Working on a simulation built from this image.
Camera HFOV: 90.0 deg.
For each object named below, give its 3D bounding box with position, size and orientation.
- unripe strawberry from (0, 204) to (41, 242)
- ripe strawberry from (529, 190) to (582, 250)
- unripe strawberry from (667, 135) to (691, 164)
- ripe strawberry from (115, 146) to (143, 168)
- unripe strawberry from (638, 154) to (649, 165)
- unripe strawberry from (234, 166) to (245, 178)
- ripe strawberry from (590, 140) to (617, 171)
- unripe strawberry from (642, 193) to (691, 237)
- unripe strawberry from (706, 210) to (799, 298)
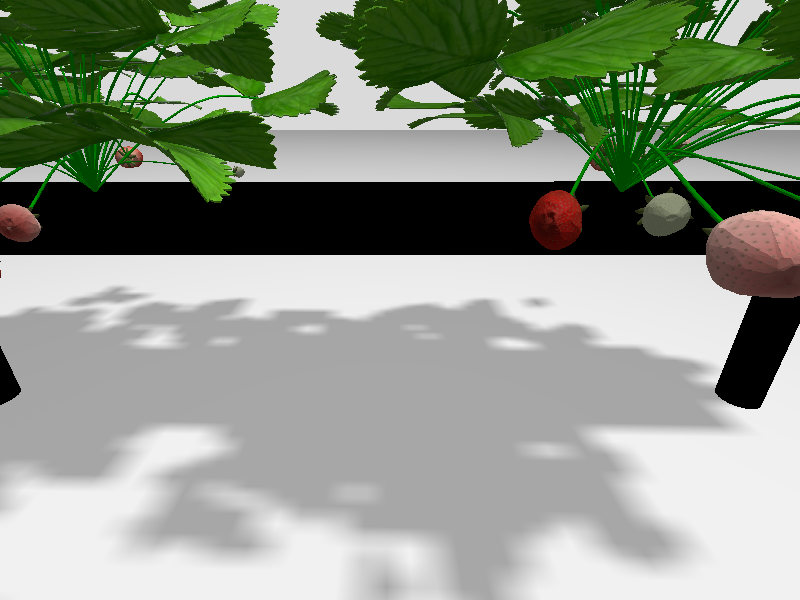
[{"bbox_3d":[-0.190,-0.038,0.198,0.016,0.019,0.018,-11,27,-22],"label":"unripe strawberry"},{"bbox_3d":[0.071,-0.036,0.185,0.024,0.027,0.026,16,30,32],"label":"ripe strawberry"},{"bbox_3d":[0.367,-0.200,0.532,0.033,0.038,0.036,19,30,35],"label":"unripe strawberry"},{"bbox_3d":[-0.333,-0.176,0.493,0.029,0.025,0.029,-10,25,-21],"label":"ripe strawberry"},{"bbox_3d":[0.291,-0.166,0.482,0.019,0.017,0.019,15,-18,30],"label":"unripe strawberry"},{"bbox_3d":[-0.170,-0.136,0.424,0.011,0.011,0.011,22,32,39],"label":"unripe strawberry"},{"bbox_3d":[0.241,-0.171,0.472,0.030,0.034,0.033,8,25,17],"label":"ripe strawberry"},{"bbox_3d":[0.140,-0.044,0.210,0.022,0.023,0.023,8,26,18],"label":"unripe strawberry"},{"bbox_3d":[0.122,-0.014,0.133,0.033,0.028,0.033,7,26,15],"label":"unripe strawberry"}]
